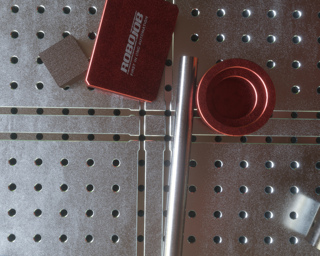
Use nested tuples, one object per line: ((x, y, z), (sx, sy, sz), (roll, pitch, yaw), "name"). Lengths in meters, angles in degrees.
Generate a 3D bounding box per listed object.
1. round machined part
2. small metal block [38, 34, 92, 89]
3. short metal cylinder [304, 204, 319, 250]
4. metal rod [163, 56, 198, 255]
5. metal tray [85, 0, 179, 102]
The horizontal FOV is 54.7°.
((0.095, -0.038, 0.406), (0.099, 0.042, 0.097), (0, 90, -1), "round machined part")
((-0.123, -0.087, 0.412), (0.050, 0.025, 0.050), (-32, 90, 0), "small metal block")
((0.233, 0.137, 0.389), (0.080, 0.080, 0.050), (24, 90, -1), "short metal cylinder")
((0.026, 0.056, 0.413), (0.025, 0.025, 0.298), (5, 90, -1), "metal rod")
((-0.036, -0.106, 0.398), (0.091, 0.030, 0.129), (14, 90, -17), "metal tray")
